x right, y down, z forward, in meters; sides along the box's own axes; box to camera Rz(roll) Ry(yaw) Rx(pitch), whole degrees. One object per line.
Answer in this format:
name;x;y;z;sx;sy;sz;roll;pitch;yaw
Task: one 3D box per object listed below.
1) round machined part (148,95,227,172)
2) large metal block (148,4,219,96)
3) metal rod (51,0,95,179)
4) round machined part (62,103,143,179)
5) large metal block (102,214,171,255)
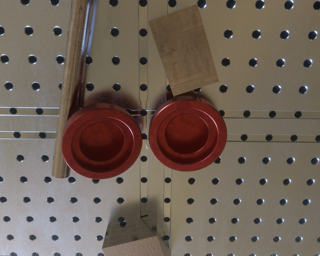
round machined part;0.035;0.004;0.406;0.099;0.042;0.097;0;110;0
large metal block;0.025;-0.090;0.351;0.050;0.080;0.080;-18;109;6
metal rod;-0.107;-0.072;0.385;0.025;0.025;0.298;12;110;-5
round machined part;-0.075;0.013;0.399;0.099;0.042;0.097;-7;115;-16
large metal block;-0.032;0.187;0.468;0.080;0.050;0.080;-15;110;5
